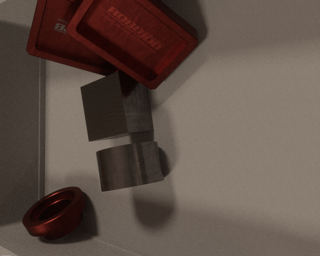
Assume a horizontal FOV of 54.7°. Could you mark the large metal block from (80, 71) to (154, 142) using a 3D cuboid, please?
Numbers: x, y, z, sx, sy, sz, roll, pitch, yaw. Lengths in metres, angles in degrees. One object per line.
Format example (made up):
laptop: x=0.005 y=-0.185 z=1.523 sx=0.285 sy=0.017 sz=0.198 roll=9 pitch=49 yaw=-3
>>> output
large metal block: x=-0.061 y=-0.028 z=0.436 sx=0.080 sy=0.050 sz=0.080 roll=-13 pitch=85 yaw=39

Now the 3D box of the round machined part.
round machined part: x=-0.164 y=0.141 z=0.500 sx=0.098 sy=0.099 sz=0.042 roll=-5 pitch=115 yaw=39

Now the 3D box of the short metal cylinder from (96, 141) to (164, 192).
short metal cylinder: x=-0.039 y=0.050 z=0.401 sx=0.080 sy=0.081 sz=0.050 roll=-17 pitch=80 yaw=38

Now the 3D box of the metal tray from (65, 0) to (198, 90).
metal tray: x=-0.031 y=-0.114 z=0.367 sx=0.090 sy=0.130 sz=0.030 roll=-43 pitch=27 yaw=31

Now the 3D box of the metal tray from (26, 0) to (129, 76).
metal tray: x=-0.101 y=-0.126 z=0.415 sx=0.089 sy=0.131 sz=0.030 roll=-65 pitch=28 yaw=23
